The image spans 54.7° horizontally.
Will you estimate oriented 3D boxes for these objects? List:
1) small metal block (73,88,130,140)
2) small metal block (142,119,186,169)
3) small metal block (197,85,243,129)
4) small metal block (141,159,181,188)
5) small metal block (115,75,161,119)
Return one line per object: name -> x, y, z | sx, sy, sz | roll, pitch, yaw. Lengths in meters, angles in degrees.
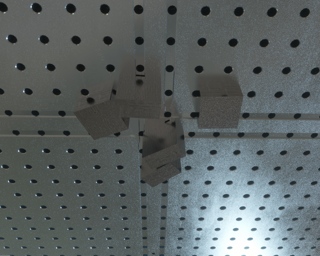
small metal block -> -0.073, -0.017, 0.396 | 0.050, 0.025, 0.050 | -18, 128, 14
small metal block -> 0.005, 0.021, 0.413 | 0.050, 0.050, 0.025 | -23, 126, 18
small metal block -> 0.074, -0.026, 0.391 | 0.050, 0.025, 0.050 | -1, 130, 0
small metal block -> 0.001, 0.048, 0.436 | 0.050, 0.050, 0.025 | -32, 124, 24
small metal block -> -0.025, -0.037, 0.364 | 0.050, 0.050, 0.025 | 3, 130, -3
